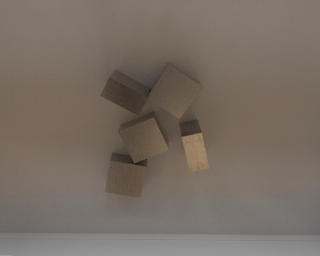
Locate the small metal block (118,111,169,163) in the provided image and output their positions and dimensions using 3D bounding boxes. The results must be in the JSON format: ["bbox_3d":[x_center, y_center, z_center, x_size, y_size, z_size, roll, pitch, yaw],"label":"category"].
[{"bbox_3d":[-0.021,0.013,0.416,0.050,0.025,0.050,-22,109,8],"label":"small metal block"}]

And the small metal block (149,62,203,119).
[{"bbox_3d":[0.018,-0.048,0.394,0.050,0.025,0.050,32,107,-12],"label":"small metal block"}]

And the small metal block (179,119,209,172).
[{"bbox_3d":[0.044,0.022,0.406,0.025,0.050,0.050,-12,110,4],"label":"small metal block"}]

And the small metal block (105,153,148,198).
[{"bbox_3d":[-0.047,0.066,0.435,0.050,0.025,0.050,10,110,-4],"label":"small metal block"}]

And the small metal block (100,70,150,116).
[{"bbox_3d":[-0.041,-0.045,0.381,0.050,0.050,0.025,27,108,-10],"label":"small metal block"}]
